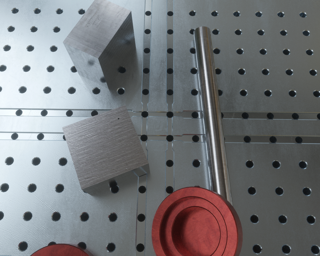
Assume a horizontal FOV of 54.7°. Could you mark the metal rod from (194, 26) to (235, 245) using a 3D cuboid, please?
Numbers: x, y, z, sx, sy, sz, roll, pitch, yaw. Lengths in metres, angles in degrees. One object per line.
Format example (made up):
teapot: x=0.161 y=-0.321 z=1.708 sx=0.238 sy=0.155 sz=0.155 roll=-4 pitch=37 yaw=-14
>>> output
metal rod: x=0.071 y=-0.004 z=0.413 sx=0.025 sy=0.025 sz=0.299 roll=-3 pitch=70 yaw=-1

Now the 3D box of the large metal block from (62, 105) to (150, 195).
large metal block: x=-0.065 y=0.028 z=0.387 sx=0.080 sy=0.050 sz=0.080 roll=-21 pitch=71 yaw=-8

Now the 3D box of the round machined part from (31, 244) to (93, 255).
round machined part: x=-0.114 y=0.178 z=0.337 sx=0.099 sy=0.042 sz=0.098 roll=0 pitch=70 yaw=0

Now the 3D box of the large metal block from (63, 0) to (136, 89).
large metal block: x=-0.078 y=-0.114 z=0.423 sx=0.050 sy=0.080 sz=0.080 roll=26 pitch=72 yaw=9

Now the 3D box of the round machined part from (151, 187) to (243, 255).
round machined part: x=0.043 y=0.117 z=0.347 sx=0.098 sy=0.042 sz=0.098 roll=-9 pitch=70 yaw=25
